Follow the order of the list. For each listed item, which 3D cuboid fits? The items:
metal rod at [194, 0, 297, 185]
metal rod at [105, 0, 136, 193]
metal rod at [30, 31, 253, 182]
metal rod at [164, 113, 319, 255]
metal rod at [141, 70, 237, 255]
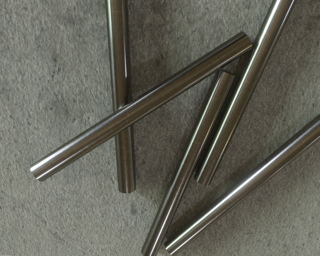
[{"bbox_3d":[0.110,-0.058,0.389,0.025,0.025,0.298,18,109,-7],"label":"metal rod"},{"bbox_3d":[-0.049,-0.053,0.389,0.025,0.025,0.298,-1,110,0],"label":"metal rod"},{"bbox_3d":[-0.023,-0.025,0.376,0.301,0.025,0.025,-32,107,1],"label":"metal rod"},{"bbox_3d":[0.121,0.086,0.443,0.025,0.025,0.299,43,104,-14],"label":"metal rod"},{"bbox_3d":[0.033,0.062,0.433,0.025,0.025,0.298,18,109,-7],"label":"metal rod"}]
